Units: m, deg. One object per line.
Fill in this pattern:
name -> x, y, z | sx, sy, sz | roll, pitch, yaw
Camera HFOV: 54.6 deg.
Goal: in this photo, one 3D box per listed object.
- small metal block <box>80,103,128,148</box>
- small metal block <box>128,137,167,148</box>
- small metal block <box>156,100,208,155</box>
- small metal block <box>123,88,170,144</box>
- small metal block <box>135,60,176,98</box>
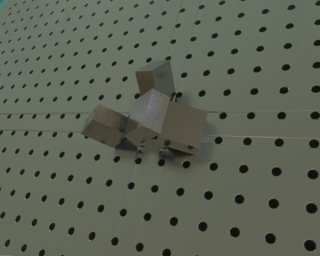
small metal block -> -0.072, -0.002, 0.419 | 0.050, 0.050, 0.025 | -37, 34, 51
small metal block -> -0.011, -0.003, 0.417 | 0.050, 0.025, 0.050 | 3, 63, 29
small metal block -> 0.027, 0.000, 0.381 | 0.050, 0.025, 0.050 | 16, 66, 1
small metal block -> -0.017, -0.014, 0.379 | 0.050, 0.025, 0.050 | -27, 43, 55
small metal block -> -0.005, -0.060, 0.419 | 0.025, 0.050, 0.050 | 3, 27, 30
